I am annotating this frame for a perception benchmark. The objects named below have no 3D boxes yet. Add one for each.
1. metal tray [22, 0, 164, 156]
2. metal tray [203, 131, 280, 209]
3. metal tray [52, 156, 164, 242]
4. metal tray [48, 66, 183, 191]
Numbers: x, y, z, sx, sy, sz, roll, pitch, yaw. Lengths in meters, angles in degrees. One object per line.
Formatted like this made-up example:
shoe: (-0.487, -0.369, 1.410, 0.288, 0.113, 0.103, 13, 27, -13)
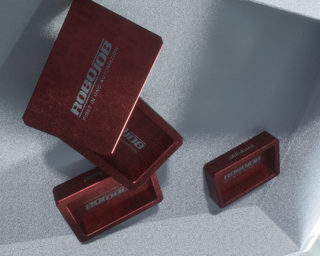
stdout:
metal tray: (-0.065, -0.048, 0.307, 0.090, 0.030, 0.129, 24, 96, -15)
metal tray: (0.143, 0.072, 0.530, 0.131, 0.030, 0.090, -27, 128, -12)
metal tray: (-0.066, 0.092, 0.427, 0.131, 0.030, 0.090, -25, 128, -14)
metal tray: (-0.048, 0.003, 0.359, 0.090, 0.030, 0.130, -46, 113, 4)
